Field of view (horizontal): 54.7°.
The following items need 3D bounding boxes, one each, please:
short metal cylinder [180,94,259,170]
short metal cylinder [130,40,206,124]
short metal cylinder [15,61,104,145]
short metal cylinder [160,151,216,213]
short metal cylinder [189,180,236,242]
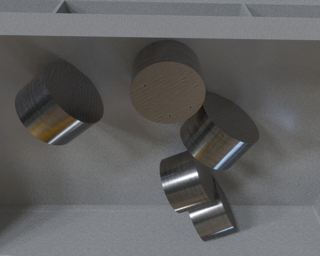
[{"bbox_3d":[0.072,0.004,0.378,0.080,0.080,0.050,22,126,-18],"label":"short metal cylinder"},{"bbox_3d":[0.008,-0.051,0.349,0.081,0.050,0.079,0,130,0],"label":"short metal cylinder"},{"bbox_3d":[-0.111,-0.027,0.348,0.050,0.080,0.080,-33,123,24],"label":"short metal cylinder"},{"bbox_3d":[0.040,0.074,0.436,0.050,0.080,0.080,-21,127,17],"label":"short metal cylinder"},{"bbox_3d":[0.079,0.128,0.480,0.050,0.080,0.080,-25,127,12],"label":"short metal cylinder"}]
